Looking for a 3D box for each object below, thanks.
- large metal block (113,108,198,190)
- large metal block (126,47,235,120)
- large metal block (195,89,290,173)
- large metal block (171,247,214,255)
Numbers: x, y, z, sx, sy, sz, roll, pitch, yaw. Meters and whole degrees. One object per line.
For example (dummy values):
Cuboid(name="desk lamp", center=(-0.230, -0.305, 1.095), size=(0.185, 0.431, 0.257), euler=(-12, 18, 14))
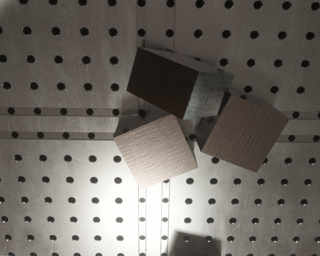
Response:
Cuboid(name="large metal block", center=(-0.005, 0.023, 0.408), size=(0.080, 0.050, 0.080), euler=(-22, 109, 7))
Cuboid(name="large metal block", center=(0.024, -0.051, 0.348), size=(0.080, 0.081, 0.050), euler=(30, 113, 31))
Cuboid(name="large metal block", center=(0.102, 0.000, 0.400), size=(0.080, 0.050, 0.079), euler=(21, 109, -11))
Cuboid(name="large metal block", center=(0.051, 0.246, 0.492), size=(0.081, 0.050, 0.079), euler=(15, 109, -6))
